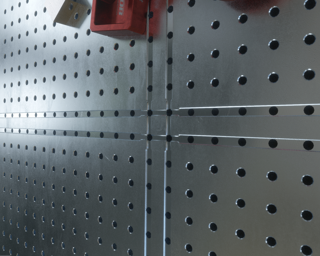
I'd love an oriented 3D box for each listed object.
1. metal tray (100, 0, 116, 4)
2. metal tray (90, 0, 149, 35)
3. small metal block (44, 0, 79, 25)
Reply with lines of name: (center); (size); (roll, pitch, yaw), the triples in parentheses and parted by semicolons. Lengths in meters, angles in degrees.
metal tray: (-0.072, -0.252, 0.425); (0.090, 0.030, 0.130); (-34, 69, 35)
metal tray: (-0.057, -0.204, 0.453); (0.090, 0.030, 0.129); (12, 98, 39)
small metal block: (-0.178, -0.224, 0.557); (0.050, 0.025, 0.050); (-45, 63, 30)
